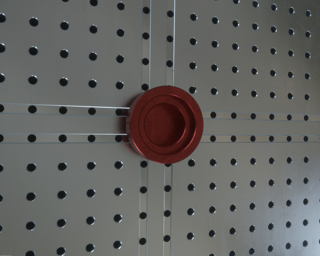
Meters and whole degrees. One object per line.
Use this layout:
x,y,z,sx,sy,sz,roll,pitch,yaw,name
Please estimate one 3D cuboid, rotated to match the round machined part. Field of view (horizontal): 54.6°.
0.003,-0.004,0.404,0.099,0.042,0.097,0,90,-20,round machined part
